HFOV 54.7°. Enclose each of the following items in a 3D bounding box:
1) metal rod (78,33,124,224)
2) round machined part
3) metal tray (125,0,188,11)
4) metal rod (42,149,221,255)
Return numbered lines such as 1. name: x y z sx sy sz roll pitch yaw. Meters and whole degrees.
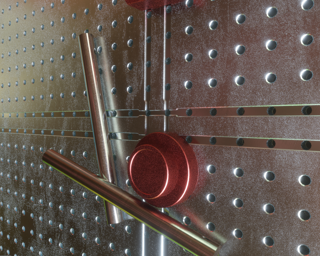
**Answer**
1. metal rod: -0.094 -0.004 0.483 0.025 0.025 0.298 -18 79 38
2. round machined part: -0.004 0.054 0.400 0.098 0.042 0.097 0 90 39
3. metal tray: -0.001 -0.229 0.404 0.090 0.030 0.129 5 93 39
4. metal rod: -0.058 0.096 0.428 0.300 0.025 0.025 22 104 29
